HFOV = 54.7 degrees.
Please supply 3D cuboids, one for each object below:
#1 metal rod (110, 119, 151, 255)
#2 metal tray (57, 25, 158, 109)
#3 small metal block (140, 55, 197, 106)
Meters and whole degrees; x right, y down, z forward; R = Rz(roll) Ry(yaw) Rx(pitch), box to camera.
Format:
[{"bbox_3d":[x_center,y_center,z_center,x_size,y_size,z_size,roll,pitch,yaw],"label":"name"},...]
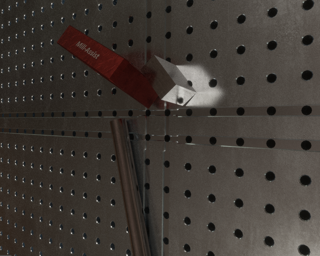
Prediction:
[{"bbox_3d":[-0.033,0.134,0.434,0.025,0.025,0.298,-18,79,38],"label":"metal rod"},{"bbox_3d":[-0.069,-0.082,0.418,0.130,0.090,0.030,36,91,33],"label":"metal tray"},{"bbox_3d":[0.011,-0.057,0.380,0.025,0.050,0.050,-44,64,22],"label":"small metal block"}]
